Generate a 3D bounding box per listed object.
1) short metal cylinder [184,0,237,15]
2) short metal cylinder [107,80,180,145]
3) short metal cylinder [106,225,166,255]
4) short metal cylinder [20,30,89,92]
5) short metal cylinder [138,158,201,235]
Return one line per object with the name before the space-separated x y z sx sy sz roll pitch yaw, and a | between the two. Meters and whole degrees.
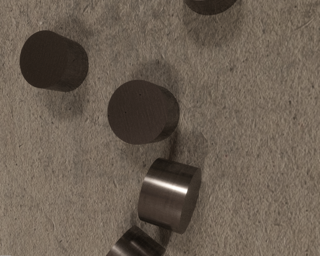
short metal cylinder | 0.058 -0.185 0.375 0.080 0.050 0.079 0 90 19
short metal cylinder | -0.020 -0.019 0.402 0.080 0.050 0.079 0 90 19
short metal cylinder | -0.036 0.172 0.392 0.050 0.080 0.080 35 101 16
short metal cylinder | -0.152 -0.094 0.448 0.080 0.050 0.079 0 90 19
short metal cylinder | 0.014 0.081 0.374 0.050 0.080 0.079 13 95 19
